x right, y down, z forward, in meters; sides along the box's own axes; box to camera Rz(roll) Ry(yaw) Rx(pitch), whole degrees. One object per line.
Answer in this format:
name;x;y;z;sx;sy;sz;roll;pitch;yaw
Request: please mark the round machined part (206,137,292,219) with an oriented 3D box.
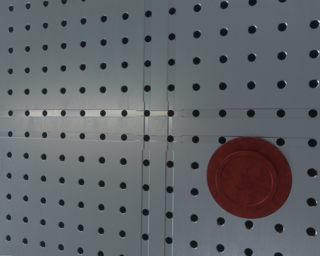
round machined part;0.103;0.059;0.367;0.098;0.042;0.097;0;90;20
